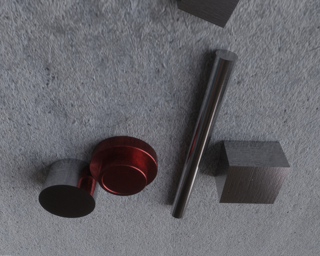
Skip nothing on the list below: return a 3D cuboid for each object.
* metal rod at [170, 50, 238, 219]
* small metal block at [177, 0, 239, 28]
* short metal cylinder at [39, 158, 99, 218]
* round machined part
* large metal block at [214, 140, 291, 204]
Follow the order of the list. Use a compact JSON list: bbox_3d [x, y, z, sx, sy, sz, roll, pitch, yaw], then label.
[{"bbox_3d":[0.052,0.032,0.435,0.025,0.025,0.298,6,130,-6],"label":"metal rod"},{"bbox_3d":[0.050,-0.132,0.296,0.050,0.025,0.050,18,128,-15],"label":"small metal block"},{"bbox_3d":[-0.134,0.091,0.467,0.081,0.050,0.079,0,130,0],"label":"short metal cylinder"},{"bbox_3d":[-0.052,0.061,0.448,0.099,0.042,0.097,-1,130,0],"label":"round machined part"},{"bbox_3d":[0.129,0.065,0.448,0.081,0.050,0.079,2,130,-2],"label":"large metal block"}]
